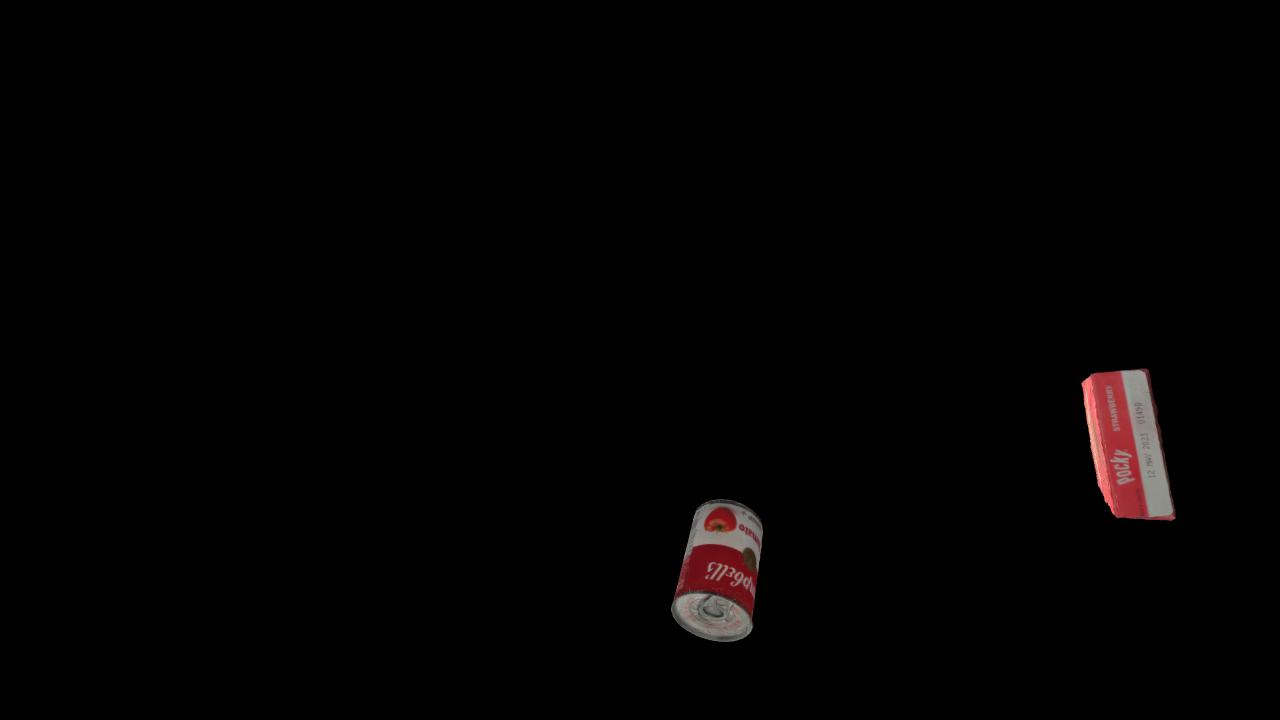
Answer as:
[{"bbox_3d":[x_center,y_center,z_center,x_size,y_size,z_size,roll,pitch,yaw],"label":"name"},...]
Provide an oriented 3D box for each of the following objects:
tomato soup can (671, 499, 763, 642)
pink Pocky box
[{"bbox_3d":[0.071,0.182,0.541,0.068,0.068,0.101,0,35,18],"label":"tomato soup can"},{"bbox_3d":[0.314,0.051,0.403,0.029,0.084,0.155,-9,-8,33],"label":"pink Pocky box"}]
